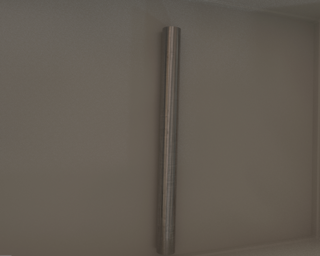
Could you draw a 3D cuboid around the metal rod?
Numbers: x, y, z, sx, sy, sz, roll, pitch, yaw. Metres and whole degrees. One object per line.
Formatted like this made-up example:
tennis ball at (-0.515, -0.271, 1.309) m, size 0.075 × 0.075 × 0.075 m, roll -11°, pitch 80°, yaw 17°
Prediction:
metal rod at (0.012, 0.016, 0.415) m, size 0.025 × 0.025 × 0.298 m, roll 2°, pitch 90°, yaw -20°
